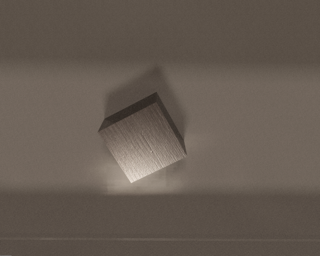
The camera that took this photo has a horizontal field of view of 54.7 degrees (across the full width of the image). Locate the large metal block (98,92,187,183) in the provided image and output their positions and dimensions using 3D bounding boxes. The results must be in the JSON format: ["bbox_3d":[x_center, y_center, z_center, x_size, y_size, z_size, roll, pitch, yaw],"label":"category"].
[{"bbox_3d":[-0.021,0.011,0.402,0.080,0.050,0.080,-27,108,9],"label":"large metal block"}]
